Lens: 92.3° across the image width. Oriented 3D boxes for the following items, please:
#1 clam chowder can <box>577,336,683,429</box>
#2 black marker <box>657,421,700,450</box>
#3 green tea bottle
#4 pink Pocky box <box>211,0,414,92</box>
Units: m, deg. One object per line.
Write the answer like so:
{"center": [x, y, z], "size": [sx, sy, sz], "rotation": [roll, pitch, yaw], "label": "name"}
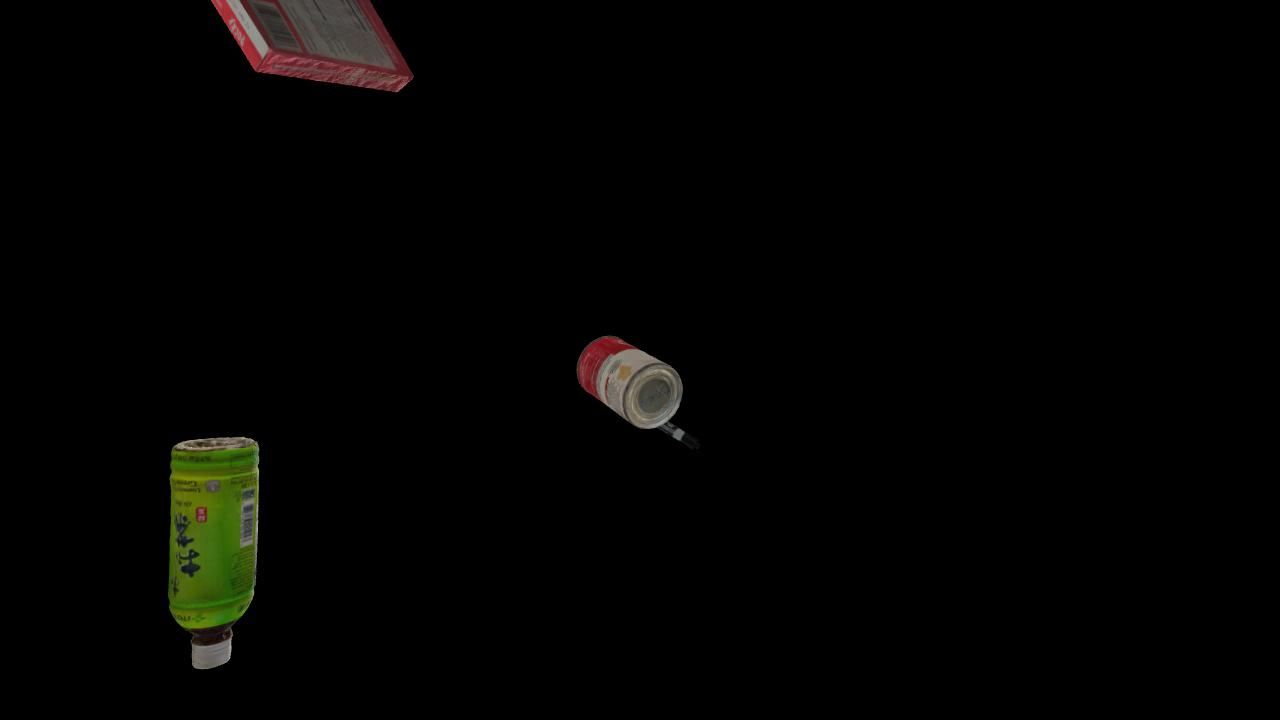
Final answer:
{"center": [-0.012, 0.021, 0.615], "size": [0.068, 0.068, 0.102], "rotation": [0, 17, -32], "label": "clam chowder can"}
{"center": [0.039, 0.102, 0.945], "size": [0.121, 0.020, 0.020], "rotation": [30, 9, 17], "label": "black marker"}
{"center": [-0.403, 0.182, 0.584], "size": [0.073, 0.212, 0.073], "rotation": [0, 0, 0], "label": "green tea bottle"}
{"center": [-0.268, -0.274, 0.512], "size": [0.029, 0.084, 0.155], "rotation": [-28, 6, 27], "label": "pink Pocky box"}
